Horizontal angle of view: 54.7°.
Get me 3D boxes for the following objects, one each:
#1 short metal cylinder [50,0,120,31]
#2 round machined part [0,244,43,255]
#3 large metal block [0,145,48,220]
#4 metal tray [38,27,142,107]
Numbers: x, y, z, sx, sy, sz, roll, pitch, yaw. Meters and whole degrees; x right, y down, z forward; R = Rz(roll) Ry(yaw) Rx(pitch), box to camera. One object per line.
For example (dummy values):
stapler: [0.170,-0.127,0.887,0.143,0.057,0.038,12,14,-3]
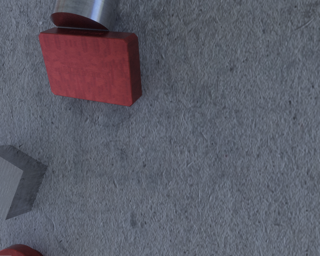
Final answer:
short metal cylinder: [-0.098,-0.156,0.409,0.080,0.080,0.050,10,84,19]
round machined part: [-0.209,0.225,0.472,0.098,0.042,0.097,0,90,19]
large metal block: [-0.234,0.080,0.476,0.080,0.050,0.080,25,98,18]
metal tray: [-0.092,-0.083,0.416,0.130,0.030,0.089,10,123,19]
